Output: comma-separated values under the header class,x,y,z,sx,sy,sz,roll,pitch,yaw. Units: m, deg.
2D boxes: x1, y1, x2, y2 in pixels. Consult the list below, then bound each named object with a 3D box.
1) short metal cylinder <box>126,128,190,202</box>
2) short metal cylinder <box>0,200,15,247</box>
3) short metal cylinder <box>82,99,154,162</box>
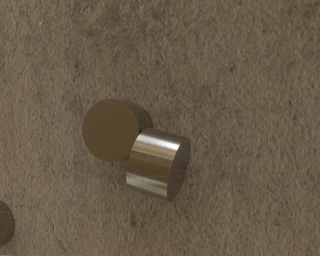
class,x,y,z,sx,sy,sz,roll,pitch,yaw
short metal cylinder,0.000,0.044,0.379,0.050,0.080,0.079,14,95,19
short metal cylinder,-0.282,0.158,0.493,0.080,0.050,0.079,0,90,19
short metal cylinder,-0.055,0.003,0.414,0.080,0.050,0.079,0,90,19
